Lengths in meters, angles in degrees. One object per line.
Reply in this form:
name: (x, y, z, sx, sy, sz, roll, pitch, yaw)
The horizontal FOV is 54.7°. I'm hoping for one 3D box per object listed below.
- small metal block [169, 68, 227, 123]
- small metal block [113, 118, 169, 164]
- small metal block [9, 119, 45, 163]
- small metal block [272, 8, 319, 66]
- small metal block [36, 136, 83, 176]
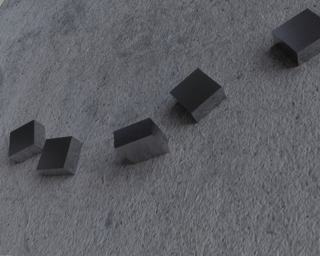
small metal block: (0.049, -0.043, 0.404, 0.050, 0.025, 0.050, -41, 51, 0)
small metal block: (-0.023, 0.018, 0.389, 0.050, 0.050, 0.025, -21, 54, 16)
small metal block: (-0.216, 0.022, 0.504, 0.050, 0.025, 0.050, -26, 53, 12)
small metal block: (0.176, -0.112, 0.380, 0.050, 0.025, 0.050, -33, 52, 7)
small metal block: (-0.147, 0.042, 0.455, 0.050, 0.025, 0.050, -7, 59, 24)
